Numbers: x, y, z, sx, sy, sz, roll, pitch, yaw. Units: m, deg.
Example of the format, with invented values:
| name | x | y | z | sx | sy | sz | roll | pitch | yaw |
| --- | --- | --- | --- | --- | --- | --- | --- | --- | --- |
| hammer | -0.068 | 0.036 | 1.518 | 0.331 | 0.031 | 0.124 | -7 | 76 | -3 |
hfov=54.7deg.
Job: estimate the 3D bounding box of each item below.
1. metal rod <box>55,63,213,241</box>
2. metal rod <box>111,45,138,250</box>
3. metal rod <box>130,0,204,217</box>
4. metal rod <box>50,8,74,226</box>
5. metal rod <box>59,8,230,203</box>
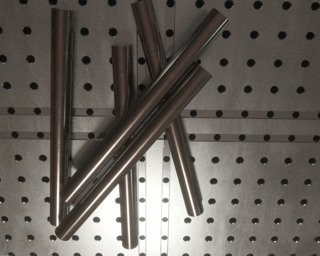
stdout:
| name | x | y | z | sx | sy | sz | roll | pitch | yaw |
| --- | --- | --- | --- | --- | --- | --- | --- | --- | --- |
| metal rod | -0.043 | 0.041 | 0.399 | 0.025 | 0.025 | 0.299 | 37 | 105 | -13 |
| metal rod | -0.046 | 0.039 | 0.427 | 0.025 | 0.025 | 0.298 | 0 | 110 | 0 |
| metal rod | 0.015 | -0.012 | 0.409 | 0.025 | 0.025 | 0.298 | -14 | 110 | 4 |
| metal rod | -0.132 | 0.000 | 0.411 | 0.025 | 0.025 | 0.298 | 7 | 110 | -3 |
| metal rod | -0.029 | -0.016 | 0.379 | 0.025 | 0.025 | 0.299 | 38 | 105 | -13 |
